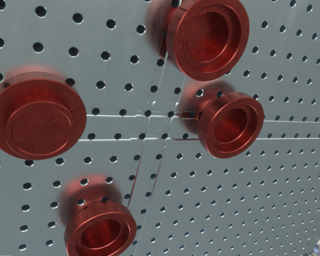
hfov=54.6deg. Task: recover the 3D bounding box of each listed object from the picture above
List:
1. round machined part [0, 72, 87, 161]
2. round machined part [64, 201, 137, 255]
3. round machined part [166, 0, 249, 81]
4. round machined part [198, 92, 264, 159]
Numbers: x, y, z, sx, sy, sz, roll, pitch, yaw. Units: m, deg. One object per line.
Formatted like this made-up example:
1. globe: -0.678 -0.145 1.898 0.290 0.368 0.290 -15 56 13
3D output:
1. round machined part: -0.126 -0.006 0.327 0.099 0.042 0.097 -14 124 -21
2. round machined part: -0.086 0.143 0.441 0.099 0.042 0.097 -14 124 -21
3. round machined part: 0.051 -0.108 0.361 0.099 0.042 0.097 -14 124 -21
4. round machined part: 0.097 -0.008 0.447 0.099 0.042 0.097 -14 124 -21
